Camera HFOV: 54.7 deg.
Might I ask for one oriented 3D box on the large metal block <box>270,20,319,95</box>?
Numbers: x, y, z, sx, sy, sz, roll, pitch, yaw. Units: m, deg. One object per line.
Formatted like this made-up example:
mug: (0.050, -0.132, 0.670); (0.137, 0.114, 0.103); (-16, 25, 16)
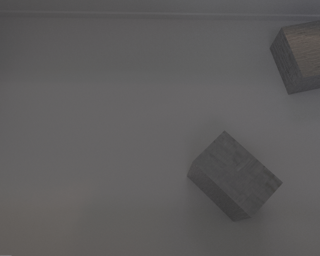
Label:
large metal block: (0.213, -0.100, 0.434); (0.081, 0.050, 0.080); (-12, 71, -4)

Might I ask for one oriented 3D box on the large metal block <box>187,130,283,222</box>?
large metal block: (0.081, 0.059, 0.359); (0.050, 0.080, 0.080); (-43, 76, -14)
